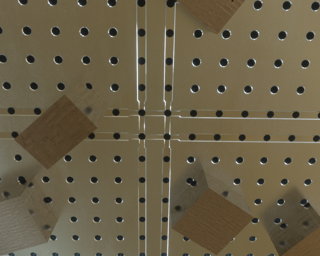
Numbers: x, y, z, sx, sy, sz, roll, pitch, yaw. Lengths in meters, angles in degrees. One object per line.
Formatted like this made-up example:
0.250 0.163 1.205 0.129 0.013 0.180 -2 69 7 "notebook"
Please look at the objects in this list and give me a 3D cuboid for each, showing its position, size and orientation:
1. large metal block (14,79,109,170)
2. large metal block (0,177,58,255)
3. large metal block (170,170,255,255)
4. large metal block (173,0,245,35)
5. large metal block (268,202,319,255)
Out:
-0.116 -0.008 0.380 0.080 0.080 0.050 -38 106 12 "large metal block"
-0.208 0.127 0.444 0.080 0.050 0.080 -18 109 6 "large metal block"
0.072 0.121 0.446 0.080 0.050 0.080 34 106 -12 "large metal block"
0.055 -0.163 0.341 0.080 0.050 0.080 36 106 -13 "large metal block"
0.229 0.174 0.468 0.080 0.050 0.080 41 105 -14 "large metal block"
